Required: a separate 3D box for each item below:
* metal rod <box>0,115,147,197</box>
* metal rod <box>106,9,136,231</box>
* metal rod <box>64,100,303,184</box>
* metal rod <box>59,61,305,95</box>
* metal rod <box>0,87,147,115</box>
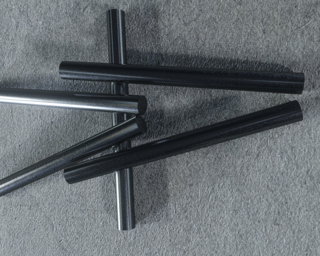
[{"bbox_3d":[-0.149,0.050,0.446,0.300,0.025,0.025,-24,82,23],"label":"metal rod"},{"bbox_3d":[-0.054,-0.012,0.428,0.025,0.025,0.298,-3,89,19],"label":"metal rod"},{"bbox_3d":[0.018,0.022,0.386,0.301,0.025,0.025,-17,85,12],"label":"metal rod"},{"bbox_3d":[0.016,-0.065,0.387,0.301,0.025,0.025,5,92,13],"label":"metal rod"},{"bbox_3d":[-0.158,-0.042,0.449,0.301,0.025,0.025,6,92,25],"label":"metal rod"}]
